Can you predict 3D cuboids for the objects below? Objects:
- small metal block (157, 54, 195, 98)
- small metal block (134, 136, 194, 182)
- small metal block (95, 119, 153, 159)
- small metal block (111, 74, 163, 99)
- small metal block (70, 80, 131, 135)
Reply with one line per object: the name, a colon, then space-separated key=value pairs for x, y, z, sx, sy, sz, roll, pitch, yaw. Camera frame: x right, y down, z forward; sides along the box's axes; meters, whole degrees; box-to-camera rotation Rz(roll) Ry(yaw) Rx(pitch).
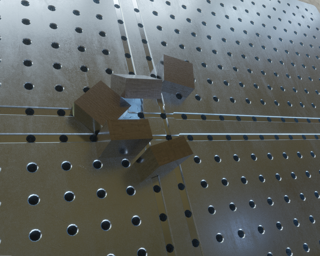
small metal block: x=0.023 y=-0.079 z=0.470 sx=0.050 sy=0.025 sz=0.050 roll=13 pitch=56 yaw=-22
small metal block: x=0.004 y=0.037 z=0.373 sx=0.050 sy=0.050 sz=0.025 roll=-16 pitch=70 yaw=-35
small metal block: x=-0.043 y=0.013 z=0.362 sx=0.050 sy=0.050 sz=0.025 roll=-2 pitch=63 yaw=-29
small metal block: x=-0.032 y=-0.055 z=0.408 sx=0.050 sy=0.050 sz=0.025 roll=-2 pitch=106 yaw=-30
small metal block: x=-0.073 y=-0.023 z=0.383 sx=0.050 sy=0.025 sz=0.050 roll=40 pitch=52 yaw=0
